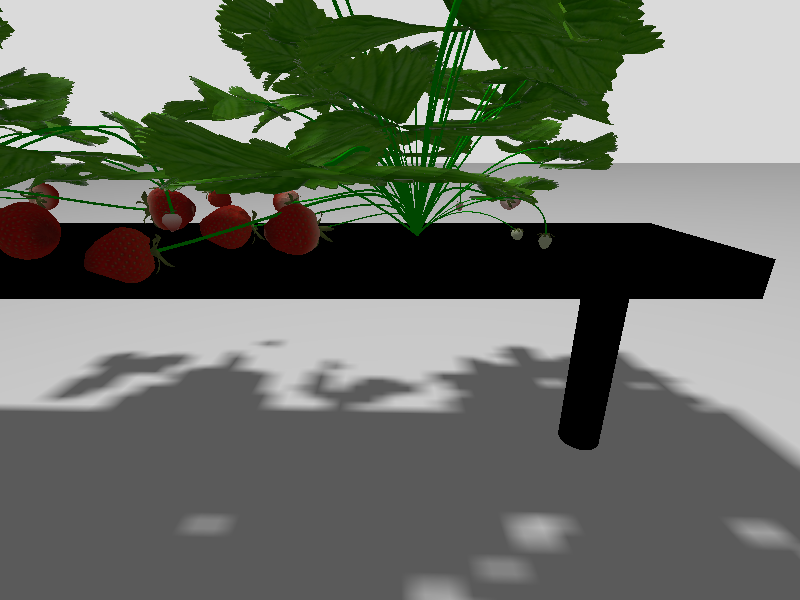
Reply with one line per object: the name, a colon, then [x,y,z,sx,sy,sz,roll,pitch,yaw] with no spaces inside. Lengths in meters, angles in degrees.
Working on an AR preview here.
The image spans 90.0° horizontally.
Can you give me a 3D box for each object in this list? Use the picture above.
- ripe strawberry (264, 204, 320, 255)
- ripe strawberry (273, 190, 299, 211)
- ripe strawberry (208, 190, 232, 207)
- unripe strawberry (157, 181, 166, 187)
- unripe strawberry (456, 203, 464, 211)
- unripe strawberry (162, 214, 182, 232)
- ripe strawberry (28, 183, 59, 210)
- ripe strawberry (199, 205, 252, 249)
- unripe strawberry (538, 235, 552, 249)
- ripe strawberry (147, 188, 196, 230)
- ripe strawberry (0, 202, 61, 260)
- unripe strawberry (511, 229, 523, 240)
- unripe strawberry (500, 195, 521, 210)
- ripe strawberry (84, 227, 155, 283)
ripe strawberry: [-0.077,-0.049,0.283,0.037,0.037,0.035,-15,25,-33]
ripe strawberry: [-0.134,-0.115,0.467,0.031,0.027,0.031,16,26,38]
ripe strawberry: [-0.233,-0.133,0.521,0.027,0.029,0.030,21,-12,44]
unripe strawberry: [-0.341,-0.159,0.586,0.025,0.028,0.027,7,-18,19]
unripe strawberry: [0.073,-0.114,0.489,0.009,0.010,0.011,8,22,20]
unripe strawberry: [-0.189,-0.064,0.333,0.015,0.015,0.014,1,20,3]
ripe strawberry: [-0.436,-0.128,0.493,0.029,0.033,0.032,0,20,-1]
ripe strawberry: [-0.129,-0.054,0.298,0.036,0.031,0.036,-8,22,-18]
unripe strawberry: [0.109,-0.044,0.302,0.010,0.011,0.011,11,23,27]
ripe strawberry: [-0.208,-0.083,0.365,0.037,0.039,0.034,-1,20,-5]
ripe strawberry: [-0.252,-0.046,0.273,0.040,0.039,0.037,9,22,21]
unripe strawberry: [0.101,-0.056,0.344,0.010,0.010,0.009,2,20,5]
unripe strawberry: [0.140,-0.128,0.500,0.026,0.030,0.028,15,24,35]
ripe strawberry: [-0.156,-0.024,0.222,0.033,0.032,0.030,-16,26,-35]
